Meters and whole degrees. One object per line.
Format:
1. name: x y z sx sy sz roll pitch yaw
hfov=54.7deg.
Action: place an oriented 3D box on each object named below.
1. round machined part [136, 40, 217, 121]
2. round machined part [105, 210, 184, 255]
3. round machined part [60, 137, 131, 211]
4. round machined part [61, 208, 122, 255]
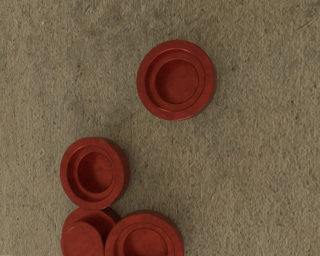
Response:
1. round machined part: 0.023 -0.058 0.392 0.098 0.042 0.097 0 90 20
2. round machined part: -0.017 0.153 0.399 0.098 0.042 0.097 0 90 7
3. round machined part: -0.085 0.061 0.430 0.098 0.042 0.097 0 90 20
4. round machined part: -0.098 0.159 0.435 0.098 0.042 0.097 0 90 20
